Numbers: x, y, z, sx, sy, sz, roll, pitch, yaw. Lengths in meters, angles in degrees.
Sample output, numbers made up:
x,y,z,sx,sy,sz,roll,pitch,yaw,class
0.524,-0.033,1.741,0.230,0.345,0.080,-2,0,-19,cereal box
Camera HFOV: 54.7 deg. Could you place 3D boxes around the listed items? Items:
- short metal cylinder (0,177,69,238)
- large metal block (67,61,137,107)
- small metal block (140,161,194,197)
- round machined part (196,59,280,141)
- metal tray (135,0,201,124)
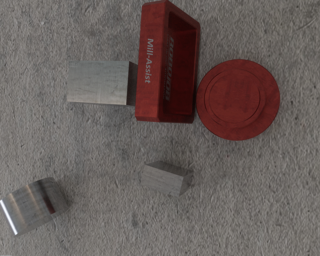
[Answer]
x,y,z,sx,sy,sz,roll,pitch,yaw,class
-0.179,0.112,0.443,0.080,0.080,0.050,-34,79,17,short metal cylinder
-0.061,-0.054,0.401,0.080,0.080,0.050,5,92,20,large metal block
0.010,0.063,0.392,0.050,0.050,0.025,15,95,19,small metal block
0.090,-0.033,0.368,0.098,0.042,0.097,0,90,20,round machined part
0.012,-0.071,0.367,0.030,0.090,0.129,5,92,31,metal tray
